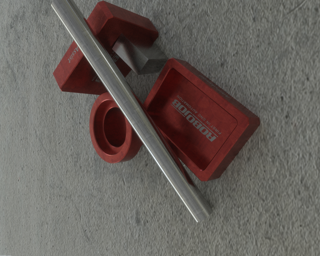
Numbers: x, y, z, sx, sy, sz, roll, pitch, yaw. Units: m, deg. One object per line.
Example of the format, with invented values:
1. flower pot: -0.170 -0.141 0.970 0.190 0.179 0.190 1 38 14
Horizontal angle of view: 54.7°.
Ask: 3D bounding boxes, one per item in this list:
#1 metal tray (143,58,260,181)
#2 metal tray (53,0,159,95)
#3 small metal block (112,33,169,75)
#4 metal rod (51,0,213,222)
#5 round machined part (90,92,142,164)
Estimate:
1. metal tray: 0.040 -0.012 0.369 0.130 0.030 0.089 45 117 30
2. metal tray: -0.074 -0.100 0.422 0.129 0.091 0.030 -45 64 30
3. small metal block: -0.024 -0.096 0.402 0.050 0.050 0.025 47 121 13
4. metal rod: -0.031 -0.021 0.361 0.025 0.025 0.299 -32 92 35
5. round machined part: -0.054 -0.002 0.433 0.098 0.042 0.097 5 96 45
